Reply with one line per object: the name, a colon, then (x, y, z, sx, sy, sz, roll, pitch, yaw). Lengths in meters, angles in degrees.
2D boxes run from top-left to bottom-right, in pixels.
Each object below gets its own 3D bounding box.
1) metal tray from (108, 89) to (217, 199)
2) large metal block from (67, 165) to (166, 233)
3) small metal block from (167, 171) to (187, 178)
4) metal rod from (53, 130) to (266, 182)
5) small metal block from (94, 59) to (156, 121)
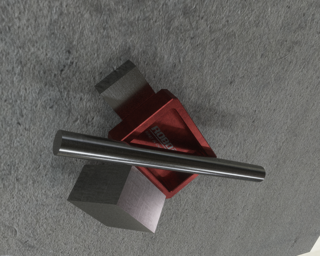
metal tray: (0.008, 0.025, 0.393, 0.090, 0.030, 0.130, -40, 130, -2)
large metal block: (-0.052, 0.088, 0.389, 0.080, 0.080, 0.050, 51, 47, -40)
small metal block: (0.033, 0.053, 0.461, 0.050, 0.025, 0.050, -44, 130, 2)
metal rod: (0.025, 0.041, 0.378, 0.302, 0.025, 0.025, 13, 112, -34)
small metal block: (-0.039, -0.043, 0.362, 0.050, 0.025, 0.050, -39, 130, -2)
